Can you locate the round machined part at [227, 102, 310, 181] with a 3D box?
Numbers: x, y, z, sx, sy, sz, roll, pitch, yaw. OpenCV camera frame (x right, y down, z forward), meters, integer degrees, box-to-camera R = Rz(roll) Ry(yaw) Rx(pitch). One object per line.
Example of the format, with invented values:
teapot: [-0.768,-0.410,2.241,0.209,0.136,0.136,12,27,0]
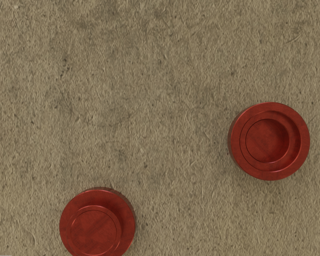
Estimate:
round machined part: [0.137,0.016,0.402,0.099,0.042,0.097,0,90,0]

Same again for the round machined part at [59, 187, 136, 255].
round machined part: [-0.082,0.129,0.401,0.099,0.042,0.097,0,90,0]
